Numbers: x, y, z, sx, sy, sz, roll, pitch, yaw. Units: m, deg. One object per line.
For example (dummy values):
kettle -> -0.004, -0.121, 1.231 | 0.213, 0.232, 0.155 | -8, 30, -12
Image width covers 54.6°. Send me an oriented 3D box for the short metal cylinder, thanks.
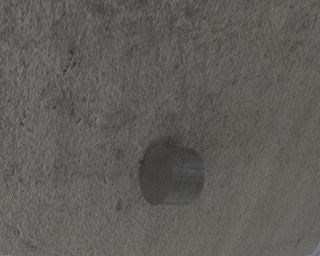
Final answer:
short metal cylinder -> 0.014, 0.063, 0.417 | 0.050, 0.080, 0.080 | 10, 113, -33
